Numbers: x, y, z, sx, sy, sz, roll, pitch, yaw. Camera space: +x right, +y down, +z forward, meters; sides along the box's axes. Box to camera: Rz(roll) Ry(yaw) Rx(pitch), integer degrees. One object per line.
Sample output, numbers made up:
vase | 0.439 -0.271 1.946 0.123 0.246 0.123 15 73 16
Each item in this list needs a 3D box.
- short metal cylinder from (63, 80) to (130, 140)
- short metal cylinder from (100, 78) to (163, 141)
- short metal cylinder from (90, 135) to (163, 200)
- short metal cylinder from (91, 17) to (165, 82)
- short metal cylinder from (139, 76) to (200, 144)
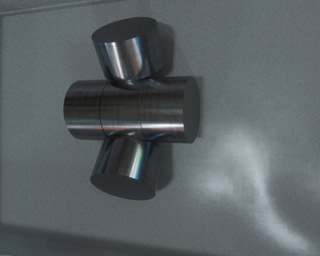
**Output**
short metal cylinder | -0.081 -0.023 0.408 0.050 0.080 0.080 1 91 20
short metal cylinder | -0.033 -0.023 0.391 0.050 0.080 0.080 1 91 20
short metal cylinder | -0.040 0.051 0.386 0.080 0.080 0.050 0 56 20
short metal cylinder | -0.038 -0.099 0.385 0.080 0.080 0.050 2 129 20
short metal cylinder | 0.015 -0.022 0.374 0.050 0.080 0.080 1 91 20
